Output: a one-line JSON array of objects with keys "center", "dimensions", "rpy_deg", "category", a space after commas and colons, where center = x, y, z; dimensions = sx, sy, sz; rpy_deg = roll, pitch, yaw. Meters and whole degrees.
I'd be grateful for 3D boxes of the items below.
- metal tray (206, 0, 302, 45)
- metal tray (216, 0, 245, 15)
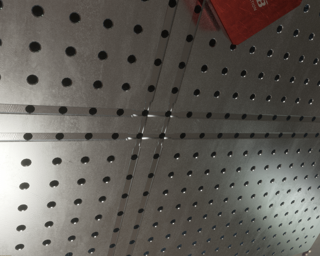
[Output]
[{"center": [0.089, -0.165, 0.330], "dimensions": [0.090, 0.030, 0.130], "rpy_deg": [-32, 131, 13], "category": "metal tray"}, {"center": [0.105, -0.203, 0.341], "dimensions": [0.130, 0.030, 0.090], "rpy_deg": [-42, 130, 0], "category": "metal tray"}]
